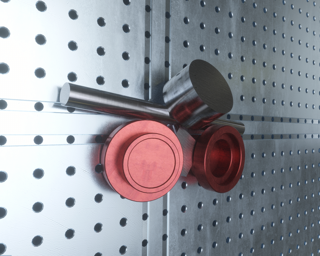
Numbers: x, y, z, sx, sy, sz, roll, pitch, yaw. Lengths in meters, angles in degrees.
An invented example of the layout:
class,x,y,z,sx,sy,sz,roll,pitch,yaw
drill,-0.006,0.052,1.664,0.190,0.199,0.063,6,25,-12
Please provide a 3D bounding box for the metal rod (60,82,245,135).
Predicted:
class,x,y,z,sx,sy,sz,roll,pitch,yaw
metal rod,0.016,-0.017,0.418,0.302,0.025,0.025,9,84,-40

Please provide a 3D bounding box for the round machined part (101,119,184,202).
class,x,y,z,sx,sy,sz,roll,pitch,yaw
round machined part,-0.016,0.039,0.363,0.099,0.042,0.097,0,91,-22

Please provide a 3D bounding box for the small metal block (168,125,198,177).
class,x,y,z,sx,sy,sz,roll,pitch,yaw
small metal block,0.024,0.031,0.424,0.050,0.025,0.050,44,64,-31

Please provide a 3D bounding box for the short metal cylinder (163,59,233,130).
class,x,y,z,sx,sy,sz,roll,pitch,yaw
short metal cylinder,0.051,-0.043,0.412,0.080,0.050,0.080,24,50,-31

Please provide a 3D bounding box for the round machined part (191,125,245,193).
class,x,y,z,sx,sy,sz,roll,pitch,yaw
round machined part,0.081,0.044,0.459,0.099,0.042,0.097,-3,95,-43
